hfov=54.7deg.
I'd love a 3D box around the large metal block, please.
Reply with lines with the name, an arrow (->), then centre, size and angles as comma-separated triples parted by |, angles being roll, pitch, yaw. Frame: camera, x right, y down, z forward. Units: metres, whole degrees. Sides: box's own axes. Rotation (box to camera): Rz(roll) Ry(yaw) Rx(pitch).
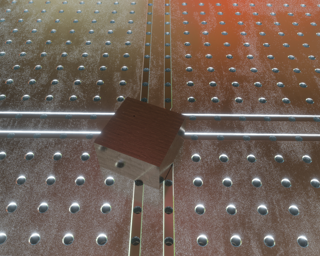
large metal block -> -0.021, 0.016, 0.377 | 0.080, 0.050, 0.080 | 19, 52, 15
